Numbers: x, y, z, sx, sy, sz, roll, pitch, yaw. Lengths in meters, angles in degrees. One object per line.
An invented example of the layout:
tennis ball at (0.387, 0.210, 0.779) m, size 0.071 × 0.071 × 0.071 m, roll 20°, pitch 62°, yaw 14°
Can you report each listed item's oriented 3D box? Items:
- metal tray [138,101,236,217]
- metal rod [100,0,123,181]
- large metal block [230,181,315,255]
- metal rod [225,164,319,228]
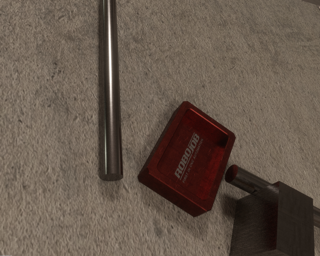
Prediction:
metal tray at (0.040, 0.036, 0.401) m, size 0.090 × 0.030 × 0.130 m, roll 35°, pitch 51°, yaw -6°
metal rod at (-0.067, -0.076, 0.414) m, size 0.025 × 0.025 × 0.299 m, roll 8°, pitch 58°, yaw -24°
large metal block at (0.131, 0.121, 0.368) m, size 0.050 × 0.080 × 0.080 m, roll 28°, pitch 52°, yaw -11°
metal rod at (0.218, 0.124, 0.434) m, size 0.301 × 0.025 × 0.025 m, roll 28°, pitch 52°, yaw -17°
